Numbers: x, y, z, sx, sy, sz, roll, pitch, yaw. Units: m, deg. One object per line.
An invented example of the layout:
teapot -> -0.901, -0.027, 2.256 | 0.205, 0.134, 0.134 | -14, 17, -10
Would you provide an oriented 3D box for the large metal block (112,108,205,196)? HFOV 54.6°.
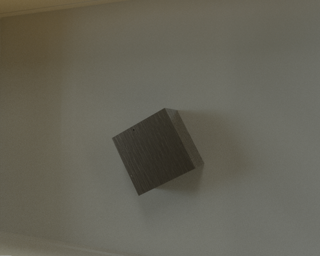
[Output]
large metal block -> -0.002, 0.030, 0.398 | 0.080, 0.050, 0.080 | -29, 81, 17
